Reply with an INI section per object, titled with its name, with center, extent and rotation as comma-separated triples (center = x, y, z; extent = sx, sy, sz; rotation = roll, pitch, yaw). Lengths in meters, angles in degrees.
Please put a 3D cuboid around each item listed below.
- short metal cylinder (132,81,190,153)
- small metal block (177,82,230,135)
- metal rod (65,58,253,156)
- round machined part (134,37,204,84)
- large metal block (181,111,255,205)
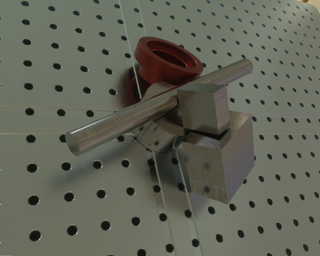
[short metal cylinder]
center = 0.008, -0.014, 0.406
extent = 0.081, 0.050, 0.080
rotation = 14, 56, -21
[small metal block]
center = 0.051, -0.024, 0.357
extent = 0.025, 0.050, 0.050
rotation = -34, 123, -38
[metal rod]
center = 0.025, -0.039, 0.382
extent = 0.302, 0.025, 0.025
rotation = -27, 77, -37
[round machined part]
center = 0.009, -0.088, 0.442
extent = 0.099, 0.042, 0.098
rotation = 19, 31, -12
[large metal block]
center = 0.076, 0.032, 0.386
extent = 0.080, 0.050, 0.080
rotation = -41, 130, -39
